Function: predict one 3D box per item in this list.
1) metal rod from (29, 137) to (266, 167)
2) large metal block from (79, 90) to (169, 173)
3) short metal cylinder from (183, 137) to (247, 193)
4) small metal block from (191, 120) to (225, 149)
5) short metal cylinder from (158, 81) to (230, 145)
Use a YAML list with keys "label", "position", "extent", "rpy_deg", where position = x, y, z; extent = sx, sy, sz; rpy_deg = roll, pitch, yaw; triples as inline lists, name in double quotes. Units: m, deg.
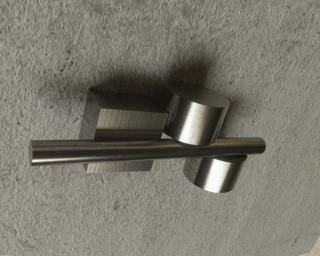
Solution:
- label: "metal rod"
  position: [0.010, 0.024, 0.364]
  extent: [0.303, 0.025, 0.025]
  rpy_deg: [0, 118, -30]
- label: "large metal block"
  position: [-0.046, 0.005, 0.367]
  extent: [0.081, 0.050, 0.079]
  rpy_deg: [3, 117, -30]
- label: "short metal cylinder"
  position: [0.078, 0.048, 0.447]
  extent: [0.081, 0.080, 0.050]
  rpy_deg: [0, 119, -29]
- label: "small metal block"
  position: [0.051, 0.008, 0.425]
  extent: [0.050, 0.050, 0.025]
  rpy_deg: [1, 118, -29]
- label: "short metal cylinder"
  position: [0.039, -0.020, 0.384]
  extent: [0.081, 0.080, 0.050]
  rpy_deg: [2, 118, -30]
